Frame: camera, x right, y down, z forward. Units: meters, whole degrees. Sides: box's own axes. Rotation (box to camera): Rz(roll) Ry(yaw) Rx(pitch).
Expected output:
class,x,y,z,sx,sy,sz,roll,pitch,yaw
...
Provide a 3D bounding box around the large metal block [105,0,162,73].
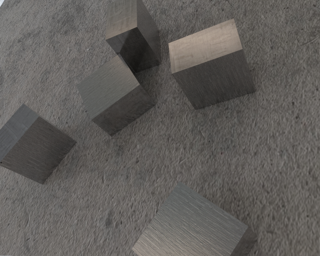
class,x,y,z,sx,sy,sz,roll,pitch,yaw
large metal block,-0.039,-0.145,0.478,0.050,0.080,0.080,-16,55,19

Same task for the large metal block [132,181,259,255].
class,x,y,z,sx,sy,sz,roll,pitch,yaw
large metal block,0.035,0.112,0.301,0.080,0.050,0.080,29,77,37

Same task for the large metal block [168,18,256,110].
class,x,y,z,sx,sy,sz,roll,pitch,yaw
large metal block,0.065,-0.074,0.380,0.080,0.080,0.050,-17,55,19

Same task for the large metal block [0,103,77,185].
class,x,y,z,sx,sy,sz,roll,pitch,yaw
large metal block,-0.185,0.024,0.451,0.050,0.080,0.080,30,78,37

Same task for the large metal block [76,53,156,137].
class,x,y,z,sx,sy,sz,roll,pitch,yaw
large metal block,-0.065,-0.048,0.452,0.080,0.050,0.080,-36,51,4
